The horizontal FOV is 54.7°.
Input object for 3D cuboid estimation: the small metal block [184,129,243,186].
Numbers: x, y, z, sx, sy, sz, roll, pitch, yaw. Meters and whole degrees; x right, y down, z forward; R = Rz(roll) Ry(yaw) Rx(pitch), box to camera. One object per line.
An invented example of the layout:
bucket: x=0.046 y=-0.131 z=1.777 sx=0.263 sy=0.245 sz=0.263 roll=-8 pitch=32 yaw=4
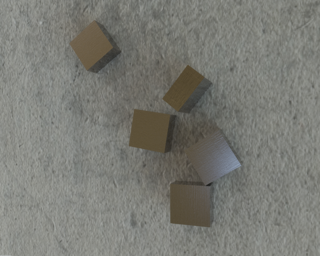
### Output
small metal block: x=0.067 y=0.036 z=0.385 sx=0.050 sy=0.025 sz=0.050 roll=-34 pitch=80 yaw=16

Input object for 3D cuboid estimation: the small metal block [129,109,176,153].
small metal block: x=-0.010 y=0.003 z=0.412 sx=0.050 sy=0.025 sz=0.050 roll=10 pitch=93 yaw=19

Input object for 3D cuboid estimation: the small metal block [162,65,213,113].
small metal block: x=0.035 y=-0.046 z=0.383 sx=0.025 sy=0.050 sz=0.050 roll=41 pitch=103 yaw=15

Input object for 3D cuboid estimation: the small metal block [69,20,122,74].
small metal block: x=-0.092 y=-0.114 z=0.440 sx=0.050 sy=0.025 sz=0.050 roll=-37 pitch=79 yaw=16

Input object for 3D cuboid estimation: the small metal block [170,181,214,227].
small metal block: x=0.041 y=0.095 z=0.394 sx=0.050 sy=0.025 sz=0.050 roll=0 pitch=90 yaw=19
